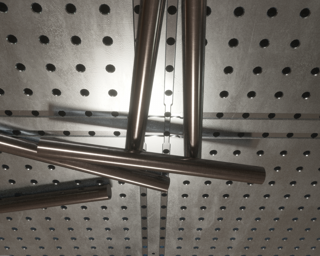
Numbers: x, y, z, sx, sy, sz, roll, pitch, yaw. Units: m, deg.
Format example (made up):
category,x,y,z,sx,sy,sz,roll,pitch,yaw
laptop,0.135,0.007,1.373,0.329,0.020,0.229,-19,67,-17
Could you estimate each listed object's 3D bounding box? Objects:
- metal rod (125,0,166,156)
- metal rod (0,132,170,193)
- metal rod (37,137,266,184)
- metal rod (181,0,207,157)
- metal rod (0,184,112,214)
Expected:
category,x,y,z,sx,sy,sz,roll,pitch,yaw
metal rod,-0.018,-0.065,0.356,0.025,0.025,0.298,6,130,-6
metal rod,-0.129,0.047,0.449,0.302,0.025,0.025,17,128,-15
metal rod,-0.005,0.046,0.416,0.302,0.025,0.025,8,130,-8
metal rod,0.039,-0.064,0.357,0.025,0.025,0.298,-3,130,2
metal rod,-0.230,0.125,0.514,0.302,0.025,0.025,-9,130,6
